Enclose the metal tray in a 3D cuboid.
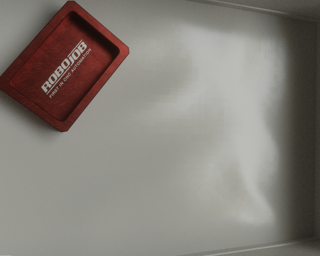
[{"bbox_3d":[-0.110,-0.071,0.366,0.090,0.030,0.130,39,78,-16],"label":"metal tray"}]
